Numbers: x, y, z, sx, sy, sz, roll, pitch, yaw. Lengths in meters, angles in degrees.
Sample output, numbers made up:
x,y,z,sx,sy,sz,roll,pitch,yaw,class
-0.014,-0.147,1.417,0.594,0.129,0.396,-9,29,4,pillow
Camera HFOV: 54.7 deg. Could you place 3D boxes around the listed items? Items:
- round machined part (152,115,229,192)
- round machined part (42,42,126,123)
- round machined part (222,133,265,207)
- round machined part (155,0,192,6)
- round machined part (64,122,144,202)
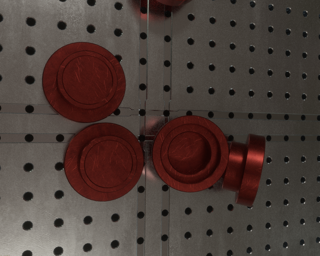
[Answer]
x,y,z,sx,sy,sz,roll,pitch,yaw,class
0.038,0.032,0.410,0.099,0.042,0.097,0,90,-5,round machined part
-0.089,-0.055,0.371,0.099,0.042,0.097,0,90,-21,round machined part
0.112,0.055,0.426,0.042,0.098,0.097,12,86,13,round machined part
0.013,-0.210,0.409,0.099,0.042,0.097,0,90,-21,round machined part
-0.066,0.042,0.380,0.099,0.042,0.097,0,90,-21,round machined part
